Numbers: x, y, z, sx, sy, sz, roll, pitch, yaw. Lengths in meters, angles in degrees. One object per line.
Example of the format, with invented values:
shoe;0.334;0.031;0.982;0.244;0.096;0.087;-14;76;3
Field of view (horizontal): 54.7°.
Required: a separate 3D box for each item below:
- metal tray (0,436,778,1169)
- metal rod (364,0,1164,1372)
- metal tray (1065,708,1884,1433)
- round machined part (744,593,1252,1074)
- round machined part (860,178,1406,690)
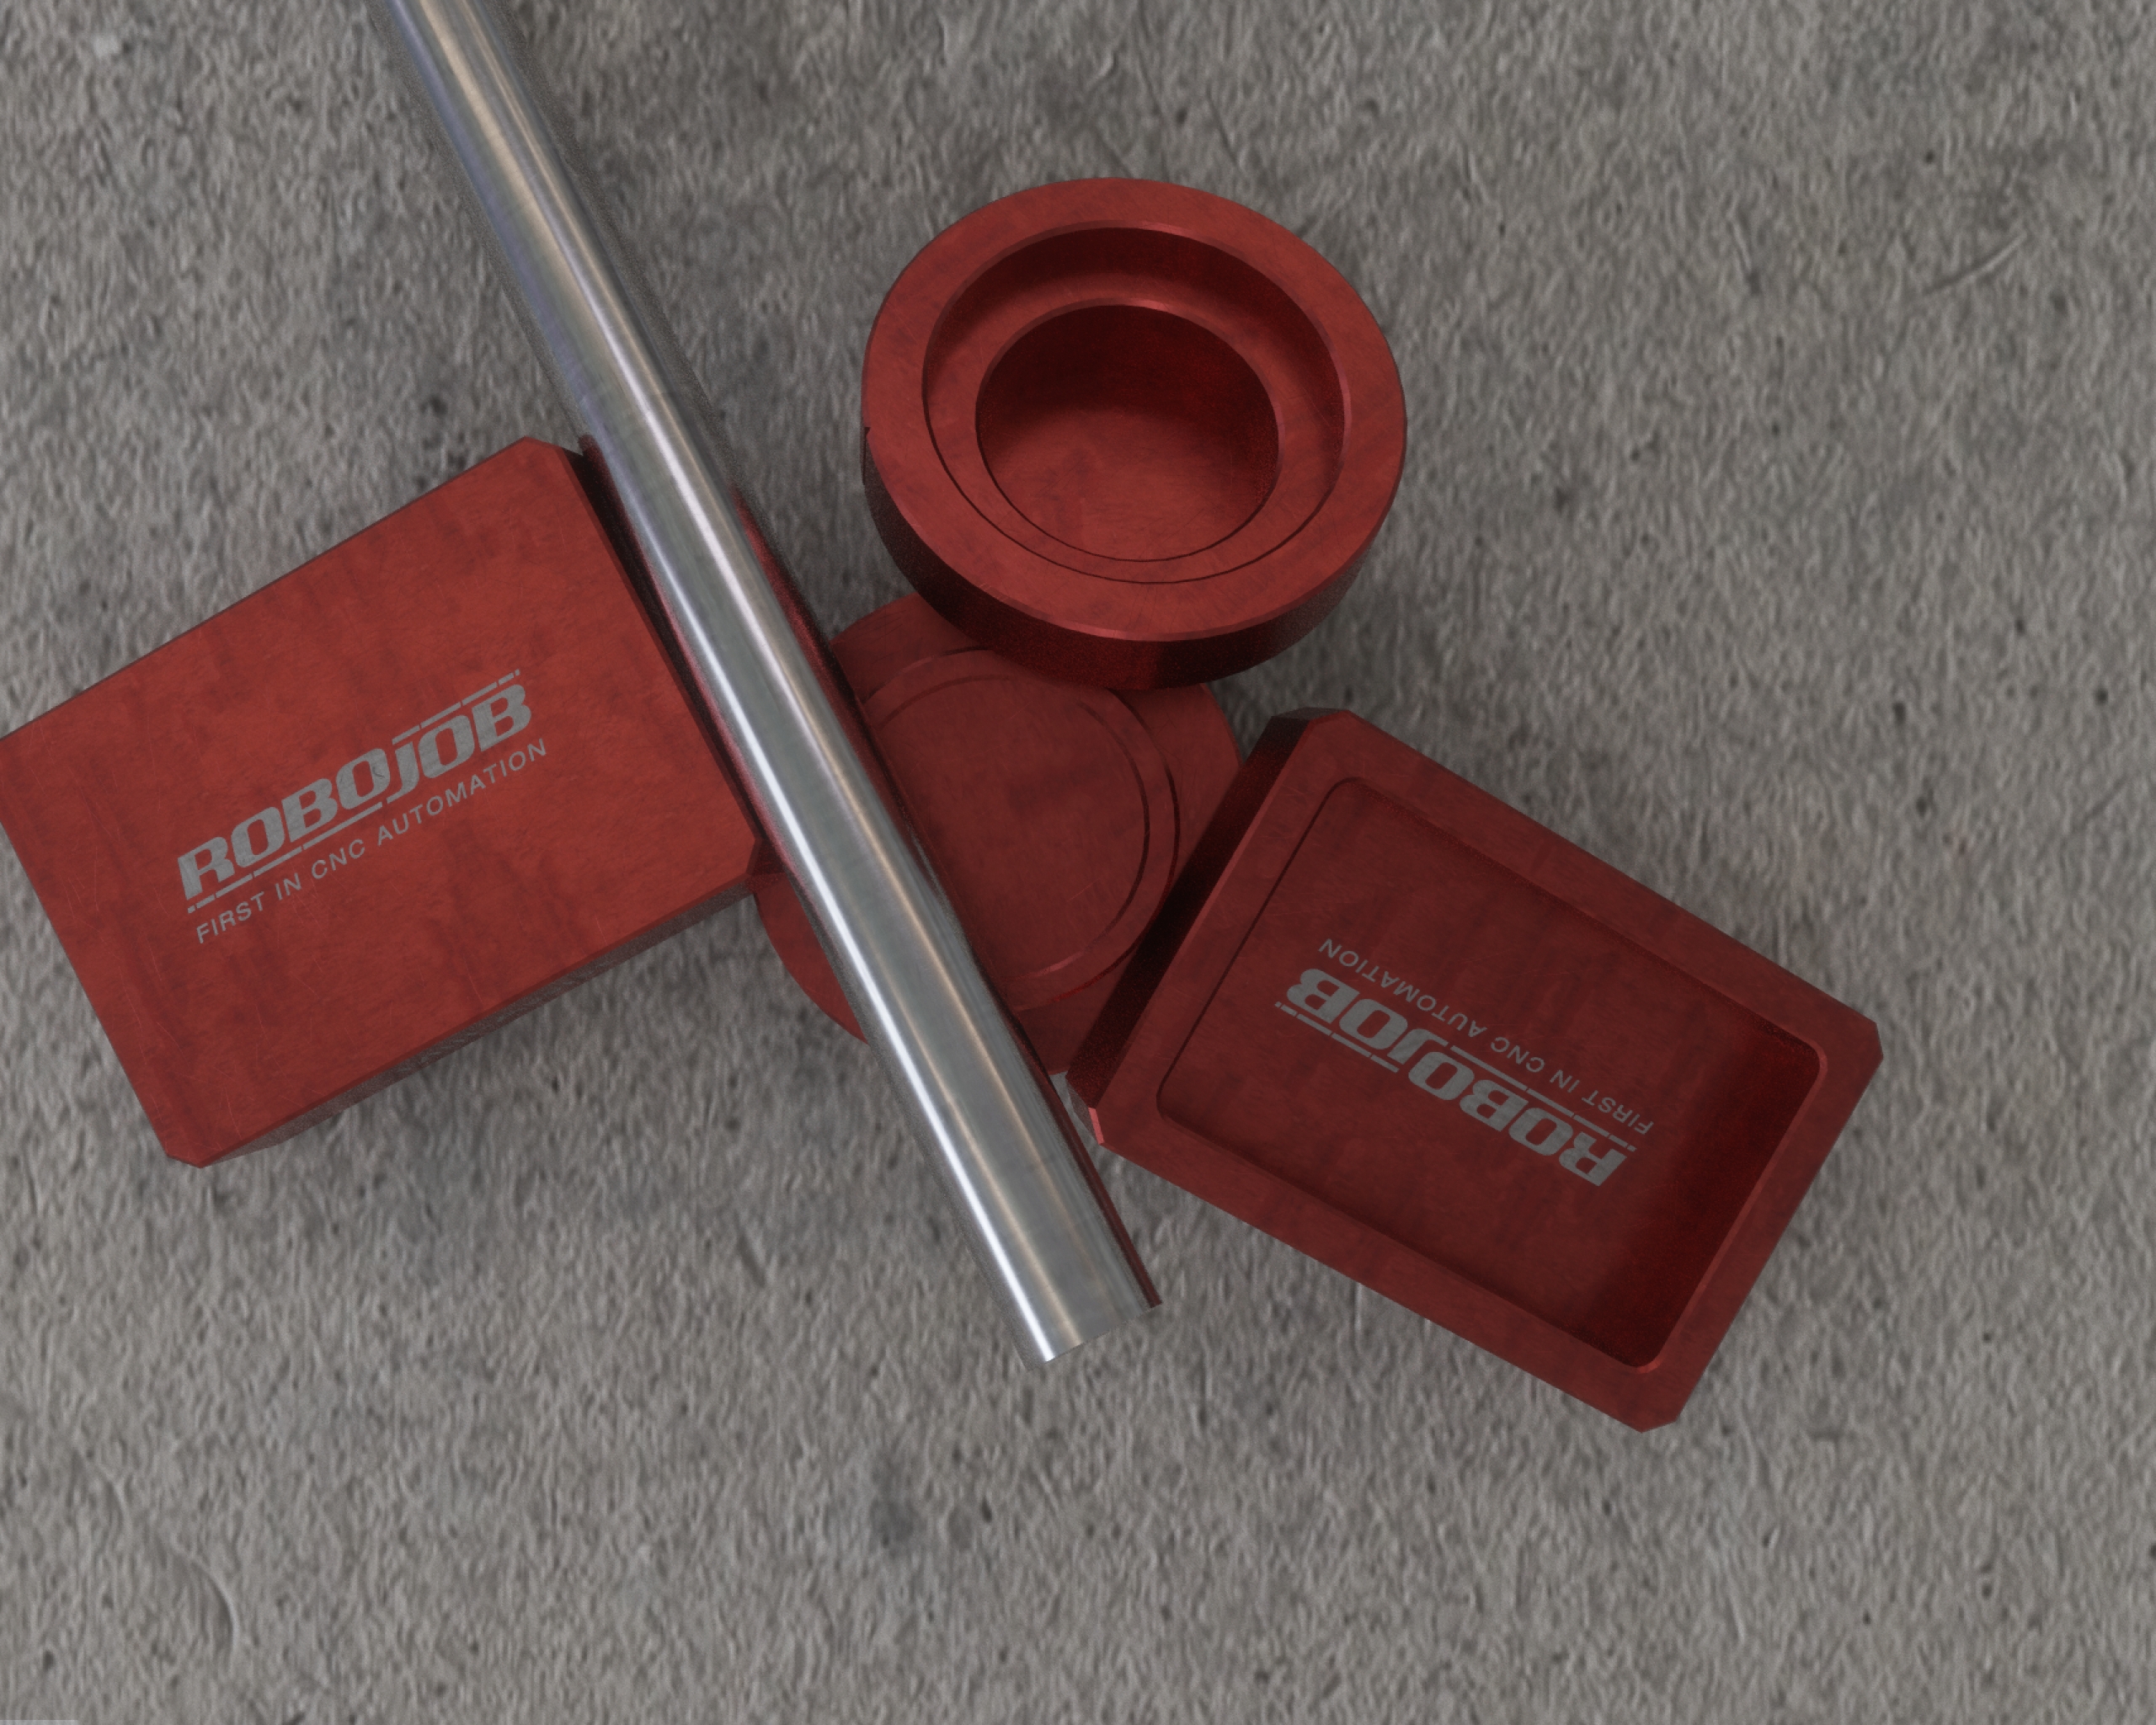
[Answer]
metal tray;-0.130;-0.010;0.397;0.130;0.030;0.090;-28;87;8
metal rod;-0.064;-0.051;0.377;0.025;0.025;0.299;-27;77;0
metal tray;0.075;0.039;0.398;0.131;0.030;0.090;29;90;-11
round machined part;-0.015;-0.007;0.403;0.099;0.042;0.097;0;90;0
round machined part;0.008;-0.076;0.392;0.099;0.042;0.098;3;68;-6
